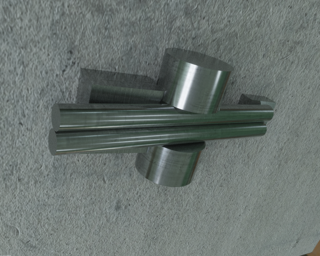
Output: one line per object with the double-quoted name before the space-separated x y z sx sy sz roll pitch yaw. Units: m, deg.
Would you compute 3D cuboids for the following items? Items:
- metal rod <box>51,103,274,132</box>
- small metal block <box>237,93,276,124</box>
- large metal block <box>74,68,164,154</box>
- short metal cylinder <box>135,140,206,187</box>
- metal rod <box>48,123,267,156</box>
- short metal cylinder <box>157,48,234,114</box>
"metal rod" 0.031 -0.015 0.358 0.302 0.025 0.025 -3 120 -36
"small metal block" 0.141 -0.023 0.472 0.050 0.025 0.050 3 117 -30
"large metal block" -0.051 -0.018 0.353 0.081 0.050 0.079 2 118 -29
"short metal cylinder" 0.013 0.031 0.399 0.081 0.080 0.050 1 118 -29
"metal rod" 0.025 0.007 0.368 0.302 0.025 0.025 -3 120 -36
"short metal cylinder" 0.039 -0.056 0.359 0.081 0.080 0.050 1 118 -29
